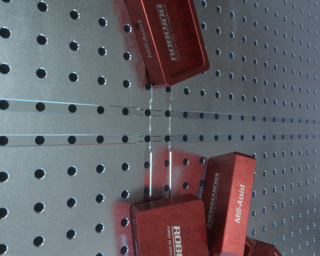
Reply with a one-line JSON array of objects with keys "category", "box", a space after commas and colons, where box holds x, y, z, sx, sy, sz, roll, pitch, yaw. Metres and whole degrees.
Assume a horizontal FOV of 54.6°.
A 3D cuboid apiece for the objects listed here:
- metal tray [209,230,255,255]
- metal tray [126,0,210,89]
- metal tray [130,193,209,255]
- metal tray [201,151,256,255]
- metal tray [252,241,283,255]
[{"category": "metal tray", "box": [0.093, 0.217, 0.482, 0.090, 0.030, 0.130, 49, 61, -29]}, {"category": "metal tray", "box": [0.013, -0.128, 0.415, 0.091, 0.030, 0.129, -28, 107, -36]}, {"category": "metal tray", "box": [0.015, 0.158, 0.399, 0.091, 0.030, 0.129, -7, 95, -19]}, {"category": "metal tray", "box": [0.088, 0.103, 0.431, 0.030, 0.090, 0.130, 16, 75, -12]}, {"category": "metal tray", "box": [0.207, 0.285, 0.578, 0.130, 0.030, 0.090, 50, 61, -28]}]
